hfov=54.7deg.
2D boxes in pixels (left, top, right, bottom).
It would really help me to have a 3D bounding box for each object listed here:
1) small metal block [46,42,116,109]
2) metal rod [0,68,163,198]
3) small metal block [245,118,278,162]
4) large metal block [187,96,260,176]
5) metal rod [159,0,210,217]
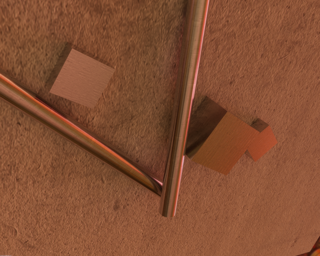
[{"bbox_3d":[-0.084,-0.055,0.328,0.050,0.025,0.050,22,106,-37],"label":"small metal block"},{"bbox_3d":[-0.081,0.020,0.376,0.025,0.025,0.300,-46,130,4],"label":"metal rod"},{"bbox_3d":[0.160,0.020,0.509,0.050,0.025,0.050,-41,130,-1],"label":"small metal block"},{"bbox_3d":[0.082,0.013,0.445,0.080,0.050,0.080,26,104,-38],"label":"large metal block"},{"bbox_3d":[0.028,-0.014,0.397,0.025,0.025,0.298,-5,115,-26],"label":"metal rod"}]
